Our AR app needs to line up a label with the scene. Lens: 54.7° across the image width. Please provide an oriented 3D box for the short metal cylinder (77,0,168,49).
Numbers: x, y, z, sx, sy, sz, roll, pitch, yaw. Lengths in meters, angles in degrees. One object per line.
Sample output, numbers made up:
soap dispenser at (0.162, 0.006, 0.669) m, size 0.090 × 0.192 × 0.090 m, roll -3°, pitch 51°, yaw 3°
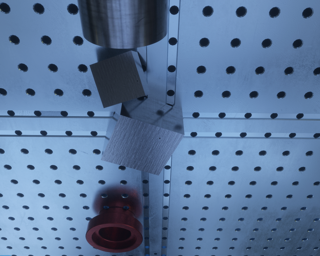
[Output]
short metal cylinder at (-0.033, -0.113, 0.279) m, size 0.081 × 0.080 × 0.050 m, roll 0°, pitch 130°, yaw -1°

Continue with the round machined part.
round machined part at (-0.079, 0.178, 0.551) m, size 0.099 × 0.042 × 0.097 m, roll 0°, pitch 130°, yaw 0°

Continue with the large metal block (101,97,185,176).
large metal block at (-0.023, 0.008, 0.402) m, size 0.081 × 0.050 × 0.079 m, roll 18°, pitch 128°, yaw -15°

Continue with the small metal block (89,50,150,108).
small metal block at (-0.044, -0.054, 0.350) m, size 0.050 × 0.025 × 0.050 m, roll -16°, pitch 96°, yaw 13°
